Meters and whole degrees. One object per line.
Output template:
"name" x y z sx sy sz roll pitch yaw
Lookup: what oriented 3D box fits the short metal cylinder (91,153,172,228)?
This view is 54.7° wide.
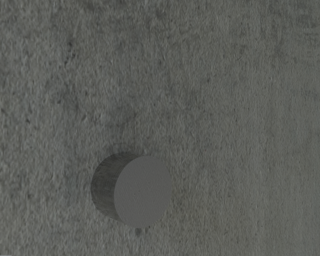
"short metal cylinder" -0.033 0.071 0.363 0.081 0.050 0.079 0 90 -40
